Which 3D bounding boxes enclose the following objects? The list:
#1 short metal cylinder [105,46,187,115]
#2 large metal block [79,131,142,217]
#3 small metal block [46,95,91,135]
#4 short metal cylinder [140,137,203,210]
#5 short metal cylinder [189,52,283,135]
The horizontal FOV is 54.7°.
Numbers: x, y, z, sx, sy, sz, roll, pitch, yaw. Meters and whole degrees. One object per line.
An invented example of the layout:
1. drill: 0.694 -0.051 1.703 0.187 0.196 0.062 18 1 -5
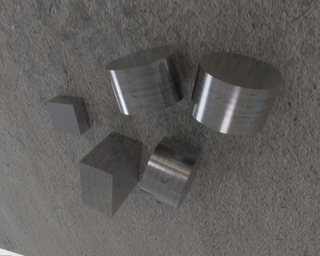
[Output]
1. short metal cylinder: -0.015 -0.055 0.345 0.080 0.080 0.050 -1 118 29
2. large metal block: -0.069 0.065 0.448 0.050 0.080 0.079 19 126 17
3. small metal block: -0.137 -0.020 0.467 0.050 0.025 0.050 7 122 24
4. short metal cylinder: 0.016 0.057 0.398 0.050 0.080 0.079 23 127 14
5. short metal cylinder: 0.074 -0.036 0.310 0.080 0.080 0.050 21 126 16
